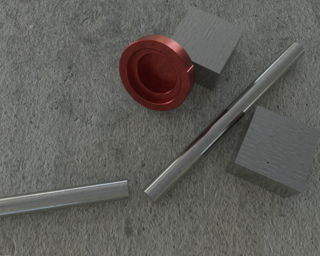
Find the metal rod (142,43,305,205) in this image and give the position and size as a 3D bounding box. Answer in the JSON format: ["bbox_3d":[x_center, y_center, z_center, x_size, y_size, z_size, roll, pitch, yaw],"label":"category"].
[{"bbox_3d":[0.094,-0.015,0.414,0.301,0.025,0.025,-43,76,-14],"label":"metal rod"}]

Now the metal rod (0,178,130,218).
[{"bbox_3d":[-0.188,0.095,0.371,0.302,0.025,0.025,-8,70,-4],"label":"metal rod"}]

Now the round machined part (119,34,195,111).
[{"bbox_3d":[0.000,-0.074,0.404,0.098,0.097,0.042,28,42,9],"label":"round machined part"}]

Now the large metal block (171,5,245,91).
[{"bbox_3d":[0.060,-0.112,0.436,0.080,0.050,0.080,28,72,9],"label":"large metal block"}]

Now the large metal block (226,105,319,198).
[{"bbox_3d":[0.139,0.030,0.386,0.080,0.050,0.080,24,72,8],"label":"large metal block"}]
